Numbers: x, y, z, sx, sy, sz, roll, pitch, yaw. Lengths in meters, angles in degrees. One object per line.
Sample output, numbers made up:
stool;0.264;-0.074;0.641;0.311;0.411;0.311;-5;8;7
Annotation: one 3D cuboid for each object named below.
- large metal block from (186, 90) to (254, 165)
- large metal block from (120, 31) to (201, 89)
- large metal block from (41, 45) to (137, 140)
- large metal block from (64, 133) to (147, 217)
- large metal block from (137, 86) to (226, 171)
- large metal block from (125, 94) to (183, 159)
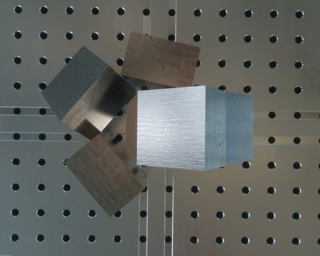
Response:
large metal block;0.075;0.000;0.378;0.050;0.080;0.080;0;89;38
large metal block;0.001;-0.075;0.386;0.080;0.080;0.050;13;90;0
large metal block;-0.088;-0.044;0.379;0.080;0.080;0.050;-49;134;0
large metal block;-0.062;0.053;0.384;0.050;0.080;0.080;-40;91;0
large metal block;0.023;0.000;0.332;0.080;0.050;0.080;0;89;34
large metal block;-0.001;-0.002;0.401;0.080;0.050;0.080;1;90;0
